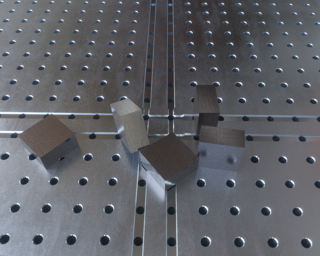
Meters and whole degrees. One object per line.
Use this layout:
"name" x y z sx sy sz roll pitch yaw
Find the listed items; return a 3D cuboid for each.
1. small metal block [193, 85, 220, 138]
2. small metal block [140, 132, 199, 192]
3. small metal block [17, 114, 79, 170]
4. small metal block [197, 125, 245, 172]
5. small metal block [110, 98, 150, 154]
"small metal block" 0.060 -0.022 0.410 0.025 0.050 0.050 -1 50 0
"small metal block" 0.011 0.040 0.375 0.050 0.025 0.050 -30 56 -23
"small metal block" -0.141 0.016 0.394 0.050 0.025 0.050 36 58 26
"small metal block" 0.071 0.025 0.371 0.050 0.050 0.025 7 51 6
"small metal block" -0.037 -0.004 0.384 0.025 0.050 0.050 -20 26 -16
